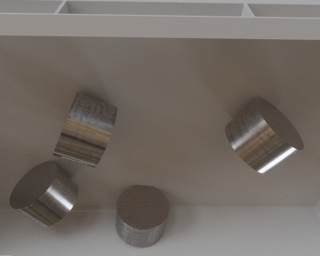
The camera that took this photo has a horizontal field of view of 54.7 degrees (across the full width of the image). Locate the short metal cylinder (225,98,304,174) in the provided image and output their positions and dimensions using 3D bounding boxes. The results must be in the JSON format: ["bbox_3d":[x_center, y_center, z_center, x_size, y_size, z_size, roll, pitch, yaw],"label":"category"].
[{"bbox_3d":[0.128,0.009,0.382,0.080,0.080,0.050,29,124,-23],"label":"short metal cylinder"}]

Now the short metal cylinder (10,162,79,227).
[{"bbox_3d":[-0.168,0.096,0.453,0.080,0.080,0.050,-21,127,17],"label":"short metal cylinder"}]

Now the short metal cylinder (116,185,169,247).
[{"bbox_3d":[-0.029,0.138,0.490,0.081,0.080,0.050,6,130,-5],"label":"short metal cylinder"}]

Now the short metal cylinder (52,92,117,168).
[{"bbox_3d":[-0.090,0.002,0.374,0.050,0.080,0.080,21,127,-17],"label":"short metal cylinder"}]
